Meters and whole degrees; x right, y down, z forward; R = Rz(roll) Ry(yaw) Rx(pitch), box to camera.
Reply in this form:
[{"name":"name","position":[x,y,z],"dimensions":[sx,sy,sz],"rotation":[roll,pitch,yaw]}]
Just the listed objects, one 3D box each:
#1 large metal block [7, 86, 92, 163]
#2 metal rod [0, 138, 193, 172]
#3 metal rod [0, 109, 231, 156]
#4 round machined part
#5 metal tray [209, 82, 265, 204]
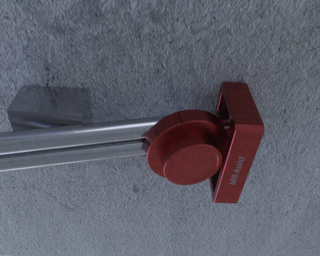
[{"name":"large metal block","position":[-0.129,-0.003,0.383],"dimensions":[0.081,0.050,0.079],"rotation":[2,130,-3]},{"name":"metal rod","position":[-0.067,0.026,0.371],"dimensions":[0.302,0.025,0.025],"rotation":[-6,131,-12]},{"name":"metal rod","position":[-0.065,0.005,0.353],"dimensions":[0.302,0.025,0.025],"rotation":[-6,131,-12]},{"name":"round machined part","position":[0.034,0.029,0.359],"dimensions":[0.099,0.042,0.097],"rotation":[-8,133,-8]},{"name":"metal tray","position":[0.086,0.020,0.384],"dimensions":[0.030,0.090,0.129],"rotation":[3,130,-3]}]
